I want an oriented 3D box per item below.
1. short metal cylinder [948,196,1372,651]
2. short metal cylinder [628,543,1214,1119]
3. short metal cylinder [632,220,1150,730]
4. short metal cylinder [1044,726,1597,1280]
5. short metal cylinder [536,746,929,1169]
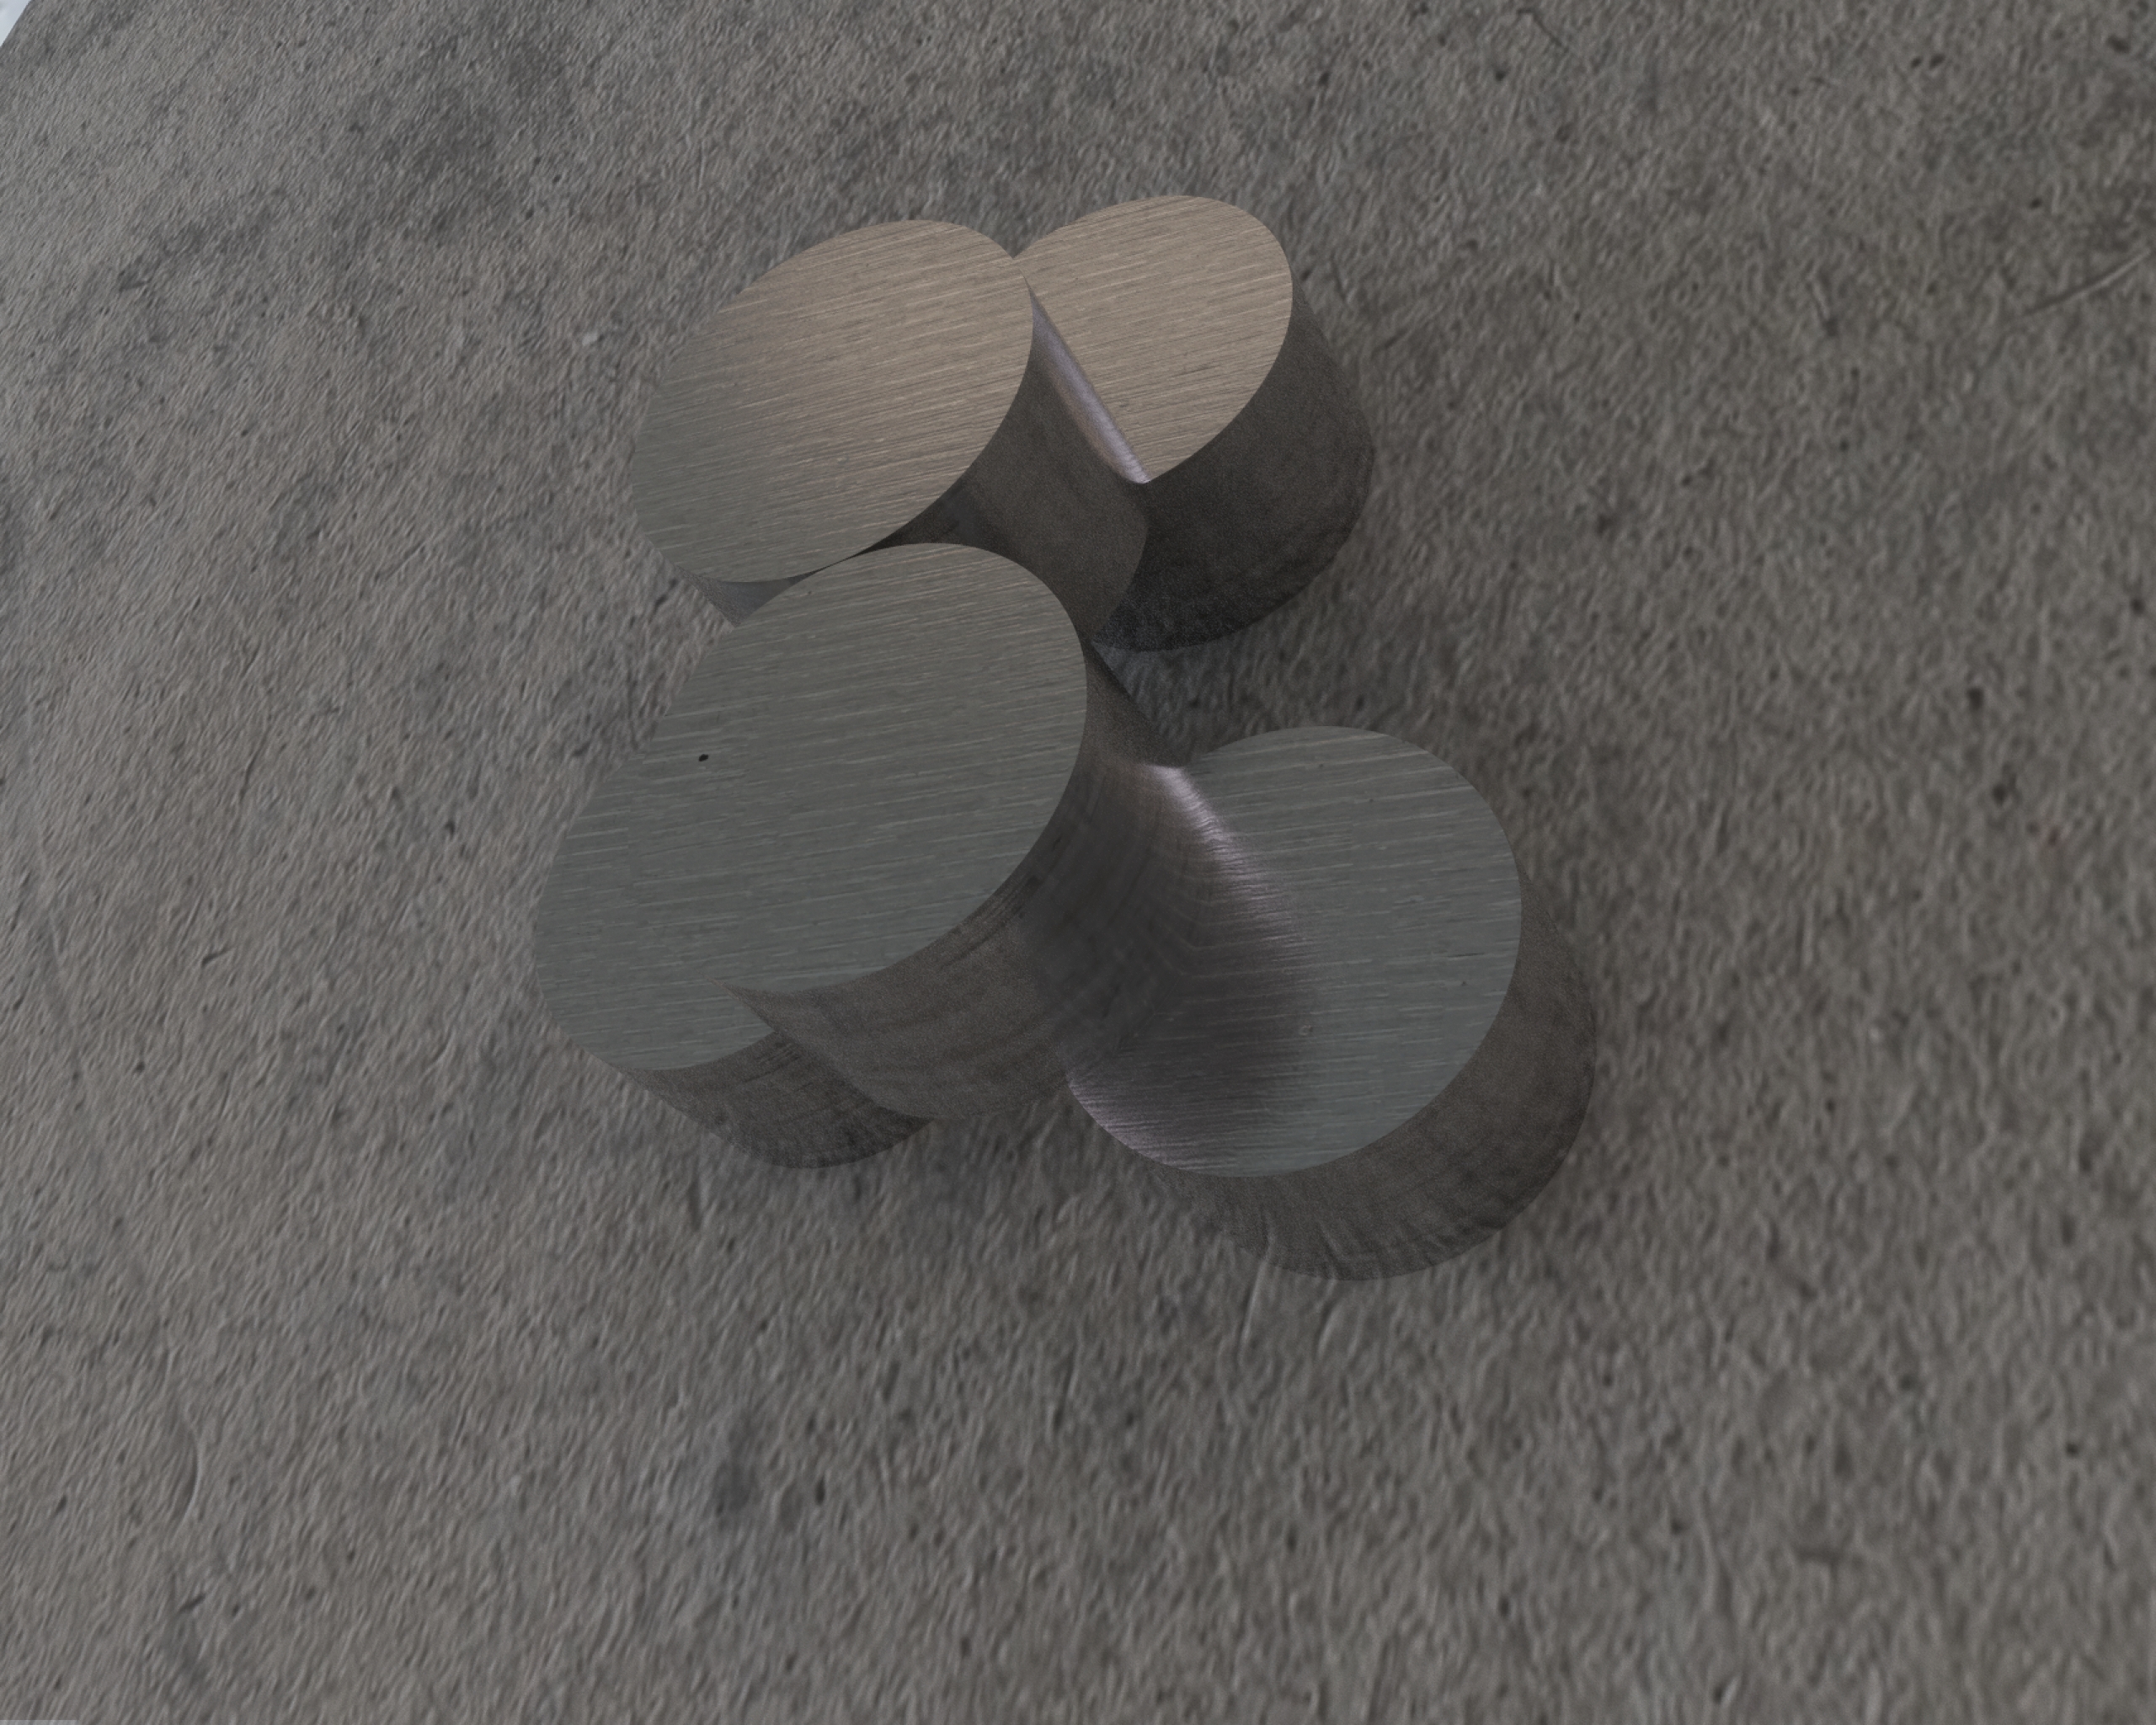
[{"bbox_3d":[0.015,-0.091,0.436,0.080,0.050,0.080,-13,56,21],"label":"short metal cylinder"},{"bbox_3d":[-0.025,-0.005,0.339,0.080,0.050,0.080,-13,56,21],"label":"short metal cylinder"},{"bbox_3d":[-0.034,-0.070,0.385,0.080,0.050,0.080,-13,56,21],"label":"short metal cylinder"},{"bbox_3d":[0.041,0.024,0.351,0.080,0.050,0.080,-13,56,21],"label":"short metal cylinder"},{"bbox_3d":[-0.058,0.014,0.410,0.080,0.050,0.080,-13,56,21],"label":"short metal cylinder"}]
